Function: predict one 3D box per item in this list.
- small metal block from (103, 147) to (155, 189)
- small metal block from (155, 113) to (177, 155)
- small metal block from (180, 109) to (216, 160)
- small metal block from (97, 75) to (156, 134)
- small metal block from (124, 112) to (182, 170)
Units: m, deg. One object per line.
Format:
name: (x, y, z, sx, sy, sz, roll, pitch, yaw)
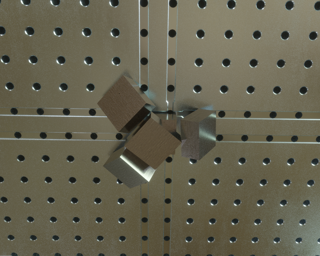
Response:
small metal block: (-0.041, 0.052, 0.419, 0.050, 0.025, 0.050, 43, 142, -14)
small metal block: (-0.004, 0.007, 0.416, 0.050, 0.025, 0.050, 1, 113, -1)
small metal block: (0.050, 0.007, 0.400, 0.025, 0.050, 0.050, 10, 114, 31)
small metal block: (-0.042, -0.029, 0.389, 0.050, 0.025, 0.050, -45, 69, 14)
small metal block: (-0.009, 0.016, 0.392, 0.050, 0.025, 0.050, 39, 105, -14)
